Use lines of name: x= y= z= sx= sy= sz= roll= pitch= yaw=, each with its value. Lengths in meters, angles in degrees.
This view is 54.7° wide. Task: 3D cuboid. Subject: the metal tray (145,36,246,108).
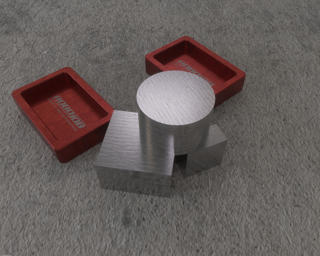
metal tray: x=0.051 y=-0.085 z=0.471 sx=0.091 sy=0.030 sz=0.130 roll=-33 pitch=57 yaw=-25

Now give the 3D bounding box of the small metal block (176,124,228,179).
small metal block: x=0.047 y=0.028 z=0.364 sx=0.050 sy=0.050 sz=0.025 roll=-19 pitch=53 yaw=-15

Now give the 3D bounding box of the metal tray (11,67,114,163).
metal tray: x=-0.127 y=-0.023 z=0.418 sx=0.091 sy=0.030 sz=0.130 roll=-33 pitch=58 yaw=-25

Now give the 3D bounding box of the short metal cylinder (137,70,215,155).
short metal cylinder: x=0.016 y=-0.017 z=0.337 sx=0.080 sy=0.050 sz=0.080 roll=0 pitch=50 yaw=0

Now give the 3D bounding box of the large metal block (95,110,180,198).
large metal block: x=-0.022 y=0.029 z=0.362 sx=0.080 sy=0.050 sz=0.080 roll=7 pitch=50 yaw=6
